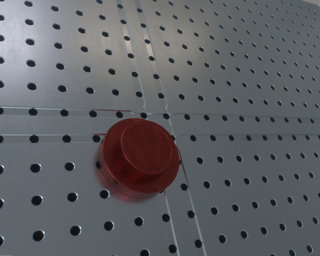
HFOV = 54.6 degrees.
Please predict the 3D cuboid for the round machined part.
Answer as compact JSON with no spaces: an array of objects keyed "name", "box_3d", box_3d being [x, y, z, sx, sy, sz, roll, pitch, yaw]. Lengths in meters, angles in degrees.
[{"name":"round machined part","box_3d":[-0.020,0.030,0.368,0.099,0.042,0.098,13,56,-21]}]
